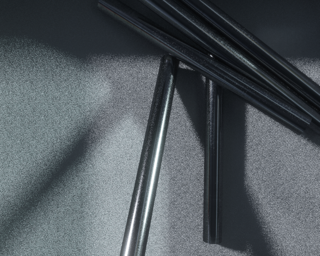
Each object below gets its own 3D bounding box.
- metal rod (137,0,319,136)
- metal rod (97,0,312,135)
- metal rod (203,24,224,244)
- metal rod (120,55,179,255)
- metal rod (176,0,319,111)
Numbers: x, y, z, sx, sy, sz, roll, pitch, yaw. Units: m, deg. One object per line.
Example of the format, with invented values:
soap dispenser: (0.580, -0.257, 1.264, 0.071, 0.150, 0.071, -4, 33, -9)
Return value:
metal rod: (0.101, -0.081, 0.391, 0.301, 0.025, 0.025, 34, 90, -9)
metal rod: (0.049, -0.085, 0.390, 0.301, 0.025, 0.025, 34, 90, 8)
metal rod: (0.072, 0.001, 0.412, 0.025, 0.025, 0.298, 1, 90, -1)
metal rod: (-0.012, 0.044, 0.353, 0.025, 0.025, 0.299, 11, 66, 0)
metal rod: (0.140, -0.087, 0.396, 0.301, 0.025, 0.025, 35, 90, -7)
